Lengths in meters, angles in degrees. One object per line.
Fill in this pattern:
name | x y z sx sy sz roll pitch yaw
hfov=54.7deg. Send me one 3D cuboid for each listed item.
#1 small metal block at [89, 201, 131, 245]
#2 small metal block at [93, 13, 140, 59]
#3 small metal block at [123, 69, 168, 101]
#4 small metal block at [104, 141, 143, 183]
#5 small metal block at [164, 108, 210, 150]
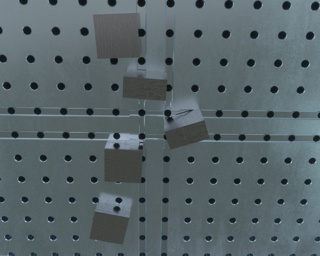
small metal block | -0.075 0.143 0.465 0.050 0.025 0.050 13 110 -5
small metal block | -0.050 -0.111 0.372 0.050 0.025 0.050 -2 110 0
small metal block | -0.018 -0.054 0.380 0.050 0.050 0.025 4 110 -2
small metal block | -0.050 0.048 0.430 0.050 0.025 0.050 3 110 -2
small metal block | 0.033 0.000 0.401 0.050 0.050 0.025 -16 110 5
